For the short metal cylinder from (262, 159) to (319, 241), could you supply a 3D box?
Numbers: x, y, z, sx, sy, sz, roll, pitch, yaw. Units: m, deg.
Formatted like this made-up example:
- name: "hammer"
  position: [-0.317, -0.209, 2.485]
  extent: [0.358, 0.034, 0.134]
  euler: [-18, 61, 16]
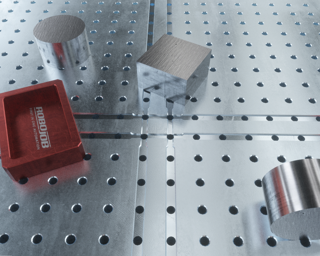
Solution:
- name: "short metal cylinder"
  position: [0.148, 0.074, 0.311]
  extent: [0.080, 0.080, 0.050]
  euler: [2, 50, 1]

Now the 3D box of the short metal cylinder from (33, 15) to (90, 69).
- name: "short metal cylinder"
  position: [-0.159, -0.142, 0.510]
  extent: [0.081, 0.050, 0.080]
  euler: [0, 50, 0]

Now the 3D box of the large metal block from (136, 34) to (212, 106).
- name: "large metal block"
  position: [0.022, -0.090, 0.467]
  extent: [0.080, 0.050, 0.080]
  euler: [24, 54, 19]

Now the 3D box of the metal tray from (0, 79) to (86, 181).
- name: "metal tray"
  position: [-0.158, -0.003, 0.405]
  extent: [0.091, 0.030, 0.130]
  euler: [-17, 52, -14]
